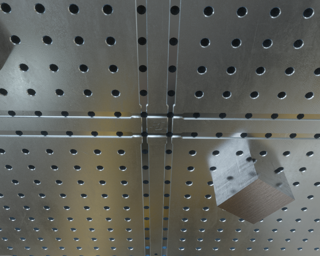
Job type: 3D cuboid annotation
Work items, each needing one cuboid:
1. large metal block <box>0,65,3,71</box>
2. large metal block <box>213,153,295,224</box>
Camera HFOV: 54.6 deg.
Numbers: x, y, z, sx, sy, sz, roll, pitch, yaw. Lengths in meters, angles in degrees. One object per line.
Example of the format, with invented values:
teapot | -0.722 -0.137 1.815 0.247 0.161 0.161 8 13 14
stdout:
large metal block | -0.236 -0.075 0.329 0.080 0.050 0.080 -14 129 11
large metal block | 0.142 0.095 0.477 0.080 0.050 0.080 30 124 -23
